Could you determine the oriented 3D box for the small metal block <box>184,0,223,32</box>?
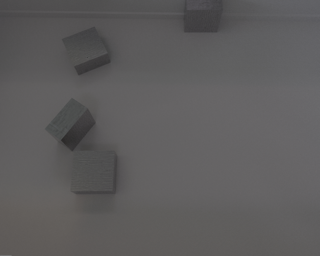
[{"bbox_3d":[0.062,-0.167,0.458,0.050,0.050,0.025,0,70,0],"label":"small metal block"}]

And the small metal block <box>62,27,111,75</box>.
[{"bbox_3d":[-0.107,-0.112,0.450,0.050,0.025,0.050,-24,72,-9],"label":"small metal block"}]

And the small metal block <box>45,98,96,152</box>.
[{"bbox_3d":[-0.113,-0.003,0.397,0.025,0.050,0.050,33,73,11],"label":"small metal block"}]

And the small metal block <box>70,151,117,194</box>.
[{"bbox_3d":[-0.082,0.056,0.389,0.050,0.025,0.050,0,70,0],"label":"small metal block"}]
